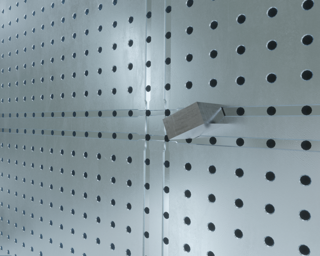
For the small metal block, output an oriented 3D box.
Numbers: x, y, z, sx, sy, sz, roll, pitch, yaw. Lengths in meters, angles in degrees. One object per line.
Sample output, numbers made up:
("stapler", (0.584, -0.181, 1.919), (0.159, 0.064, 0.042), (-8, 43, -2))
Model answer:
("small metal block", (0.040, -0.007, 0.358), (0.050, 0.050, 0.025), (-27, 74, 36))
